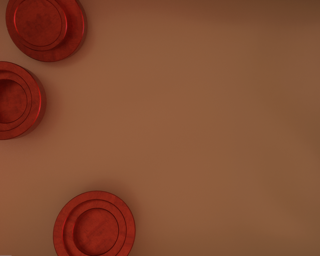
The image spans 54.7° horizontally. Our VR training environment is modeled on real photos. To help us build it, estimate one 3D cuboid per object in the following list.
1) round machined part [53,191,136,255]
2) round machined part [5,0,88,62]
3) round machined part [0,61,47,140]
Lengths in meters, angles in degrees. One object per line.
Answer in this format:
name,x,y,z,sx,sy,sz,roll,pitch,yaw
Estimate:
round machined part,-0.080,0.131,0.393,0.099,0.042,0.098,1,72,-3
round machined part,-0.145,-0.132,0.389,0.099,0.042,0.097,0,107,0
round machined part,-0.196,-0.034,0.401,0.099,0.042,0.097,0,90,0
